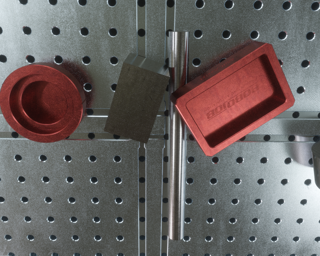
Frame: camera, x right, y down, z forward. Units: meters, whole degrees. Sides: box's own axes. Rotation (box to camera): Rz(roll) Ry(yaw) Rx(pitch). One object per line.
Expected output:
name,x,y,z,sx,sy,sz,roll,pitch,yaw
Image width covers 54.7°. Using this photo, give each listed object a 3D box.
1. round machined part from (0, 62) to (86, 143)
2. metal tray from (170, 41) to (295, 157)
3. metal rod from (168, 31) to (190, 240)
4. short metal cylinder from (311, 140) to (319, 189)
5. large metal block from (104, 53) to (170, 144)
round machined part,-0.142,-0.034,0.390,0.099,0.042,0.097,0,110,-1
metal tray,0.090,-0.035,0.383,0.130,0.030,0.090,-32,113,1
metal rod,0.024,0.024,0.422,0.025,0.025,0.298,0,110,0
short metal cylinder,0.245,0.048,0.405,0.080,0.080,0.050,-14,110,4
large metal block,-0.026,-0.039,0.370,0.050,0.080,0.079,17,109,-7
